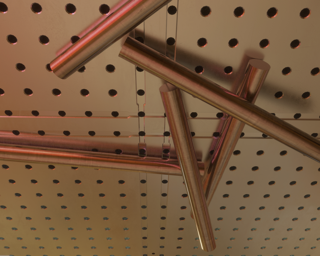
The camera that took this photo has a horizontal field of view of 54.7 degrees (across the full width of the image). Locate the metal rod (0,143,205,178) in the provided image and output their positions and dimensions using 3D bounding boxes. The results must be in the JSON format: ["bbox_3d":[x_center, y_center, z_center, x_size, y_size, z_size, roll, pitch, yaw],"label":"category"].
[{"bbox_3d":[-0.086,0.047,0.450,0.302,0.025,0.025,6,130,-6],"label":"metal rod"}]

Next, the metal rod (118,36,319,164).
[{"bbox_3d":[0.093,-0.023,0.362,0.301,0.025,0.025,27,126,-10],"label":"metal rod"}]

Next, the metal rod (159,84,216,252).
[{"bbox_3d":[0.046,0.074,0.441,0.025,0.025,0.298,-11,122,8],"label":"metal rod"}]

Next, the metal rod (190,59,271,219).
[{"bbox_3d":[0.089,0.040,0.446,0.025,0.025,0.298,7,130,-6],"label":"metal rod"}]

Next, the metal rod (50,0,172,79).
[{"bbox_3d":[0.006,-0.134,0.297,0.300,0.025,0.025,-29,125,22],"label":"metal rod"}]
